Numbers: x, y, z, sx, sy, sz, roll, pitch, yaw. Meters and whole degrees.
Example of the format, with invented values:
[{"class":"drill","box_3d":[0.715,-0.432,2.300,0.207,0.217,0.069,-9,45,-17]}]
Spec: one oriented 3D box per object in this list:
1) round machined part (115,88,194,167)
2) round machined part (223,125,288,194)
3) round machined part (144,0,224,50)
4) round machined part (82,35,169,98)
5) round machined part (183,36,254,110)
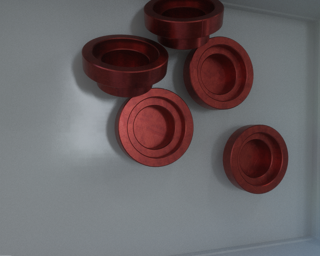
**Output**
[{"class":"round machined part","box_3d":[-0.010,-0.001,0.399,0.099,0.042,0.097,0,90,-21]},{"class":"round machined part","box_3d":[0.134,0.044,0.453,0.099,0.042,0.097,0,90,-21]},{"class":"round machined part","box_3d":[0.030,-0.134,0.394,0.099,0.098,0.042,-20,134,-19]},{"class":"round machined part","box_3d":[-0.041,-0.072,0.368,0.099,0.098,0.042,-10,131,-20]},{"class":"round machined part","box_3d":[0.077,-0.073,0.431,0.099,0.042,0.097,0,90,-21]}]
